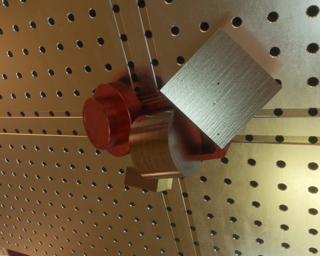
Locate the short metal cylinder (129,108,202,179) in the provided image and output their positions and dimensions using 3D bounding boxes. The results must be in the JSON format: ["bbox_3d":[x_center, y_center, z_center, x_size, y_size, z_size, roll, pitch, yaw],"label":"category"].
[{"bbox_3d":[0.009,0.019,0.362,0.050,0.080,0.080,-10,114,31],"label":"short metal cylinder"}]

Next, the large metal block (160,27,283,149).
[{"bbox_3d":[0.057,-0.038,0.311,0.080,0.050,0.080,43,92,-3],"label":"large metal block"}]

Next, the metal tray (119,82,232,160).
[{"bbox_3d":[0.014,0.001,0.398,0.130,0.030,0.090,-12,113,33],"label":"metal tray"}]

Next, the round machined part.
[{"bbox_3d":[-0.065,-0.009,0.400,0.098,0.042,0.097,21,119,46],"label":"round machined part"}]

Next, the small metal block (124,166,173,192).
[{"bbox_3d":[-0.015,0.071,0.439,0.050,0.050,0.025,8,88,25],"label":"small metal block"}]
